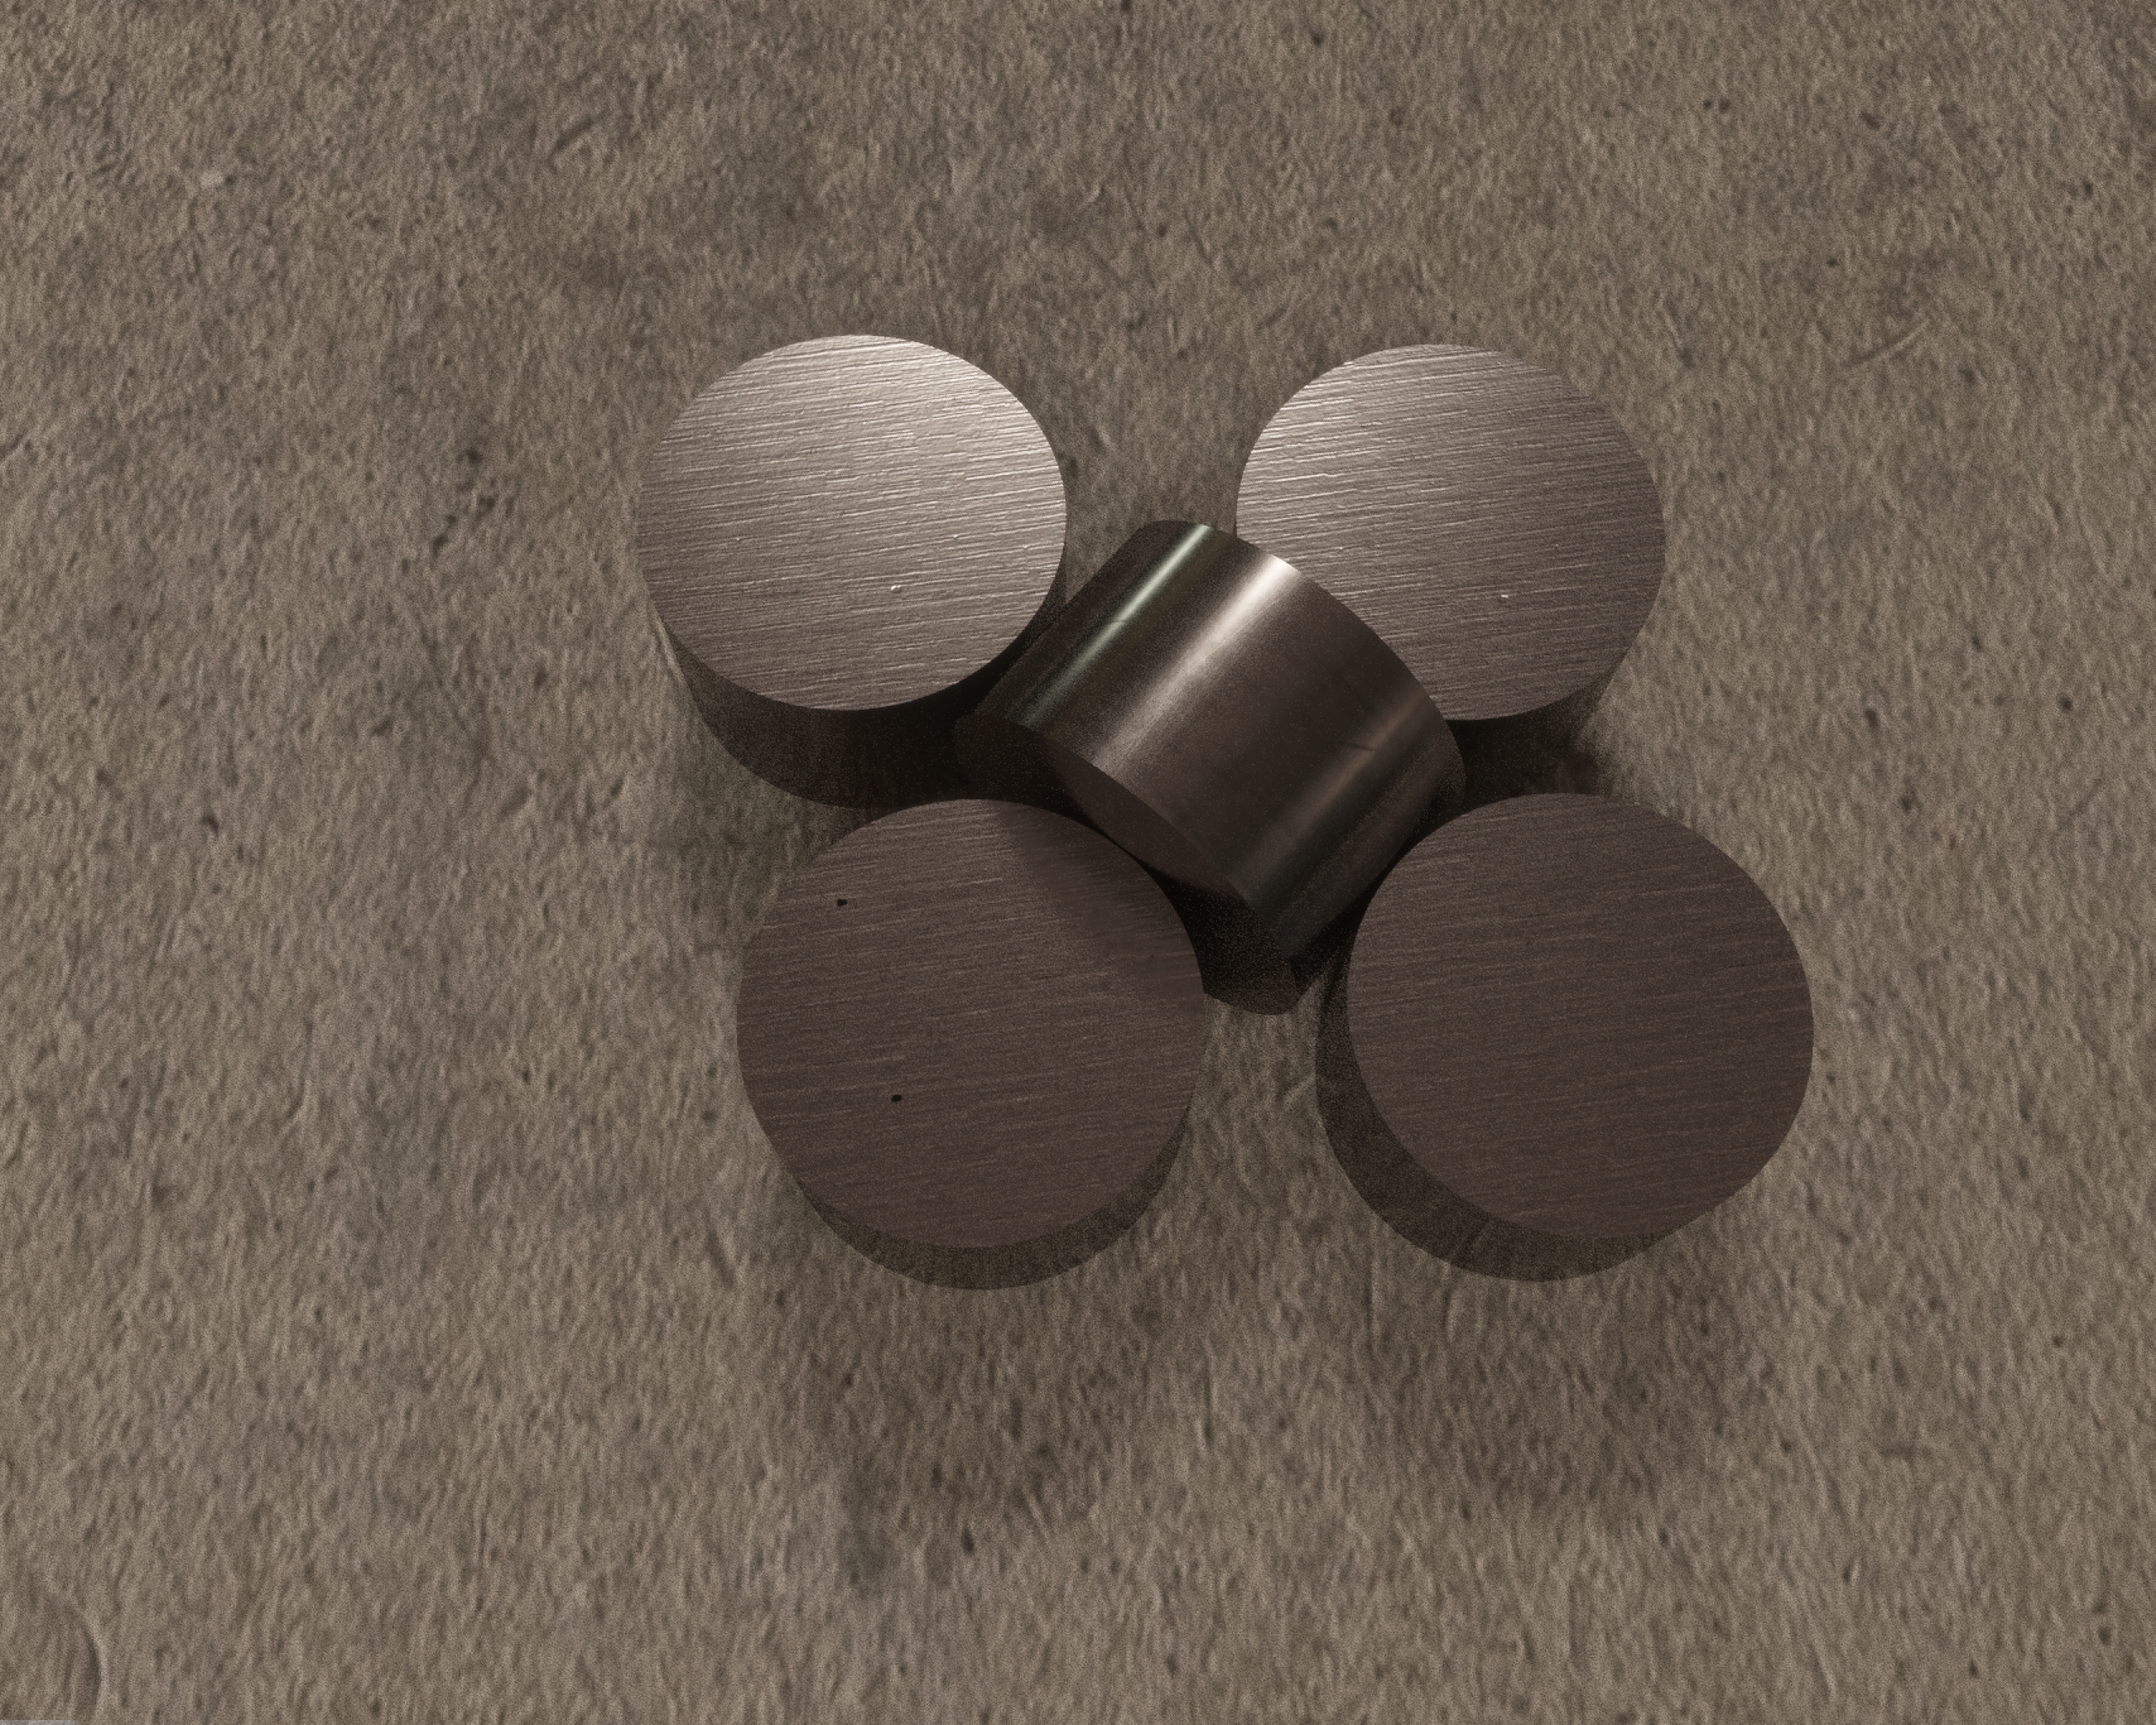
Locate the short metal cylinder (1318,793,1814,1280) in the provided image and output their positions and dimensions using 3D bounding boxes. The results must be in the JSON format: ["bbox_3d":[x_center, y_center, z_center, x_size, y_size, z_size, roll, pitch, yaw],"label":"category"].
[{"bbox_3d":[0.087,0.033,0.384,0.081,0.050,0.080,0,70,0],"label":"short metal cylinder"}]

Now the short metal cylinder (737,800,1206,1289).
[{"bbox_3d":[-0.018,0.035,0.382,0.081,0.050,0.080,0,70,0],"label":"short metal cylinder"}]

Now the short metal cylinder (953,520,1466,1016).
[{"bbox_3d":[0.024,-0.017,0.387,0.080,0.080,0.050,38,74,12],"label":"short metal cylinder"}]

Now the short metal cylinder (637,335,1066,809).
[{"bbox_3d":[-0.043,-0.057,0.415,0.081,0.050,0.080,0,70,0],"label":"short metal cylinder"}]

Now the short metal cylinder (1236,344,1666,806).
[{"bbox_3d":[0.070,-0.055,0.415,0.081,0.050,0.080,0,70,0],"label":"short metal cylinder"}]
